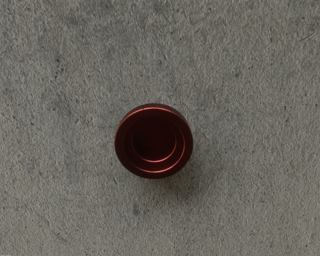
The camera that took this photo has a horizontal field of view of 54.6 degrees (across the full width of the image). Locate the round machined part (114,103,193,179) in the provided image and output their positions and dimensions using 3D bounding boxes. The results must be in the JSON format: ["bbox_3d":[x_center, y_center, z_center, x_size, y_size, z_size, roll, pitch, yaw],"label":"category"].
[{"bbox_3d":[-0.008,0.014,0.406,0.099,0.042,0.097,0,110,0],"label":"round machined part"}]
